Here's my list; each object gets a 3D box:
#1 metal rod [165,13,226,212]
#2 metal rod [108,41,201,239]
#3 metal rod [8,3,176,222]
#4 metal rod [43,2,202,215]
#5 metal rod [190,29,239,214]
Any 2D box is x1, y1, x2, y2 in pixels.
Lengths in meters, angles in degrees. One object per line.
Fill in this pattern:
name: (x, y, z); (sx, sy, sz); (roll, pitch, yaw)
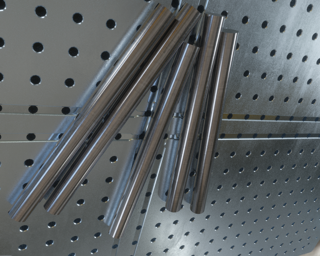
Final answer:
metal rod: (0.043, -0.003, 0.432); (0.025, 0.025, 0.298); (-5, 121, -26)
metal rod: (-0.015, 0.030, 0.421); (0.025, 0.025, 0.298); (8, 114, -32)
metal rod: (-0.083, -0.010, 0.358); (0.025, 0.025, 0.299); (31, 101, -38)
metal rod: (-0.051, -0.015, 0.374); (0.025, 0.025, 0.299); (29, 102, -38)
metal rod: (0.074, 0.009, 0.456); (0.025, 0.025, 0.298); (-10, 123, -23)
